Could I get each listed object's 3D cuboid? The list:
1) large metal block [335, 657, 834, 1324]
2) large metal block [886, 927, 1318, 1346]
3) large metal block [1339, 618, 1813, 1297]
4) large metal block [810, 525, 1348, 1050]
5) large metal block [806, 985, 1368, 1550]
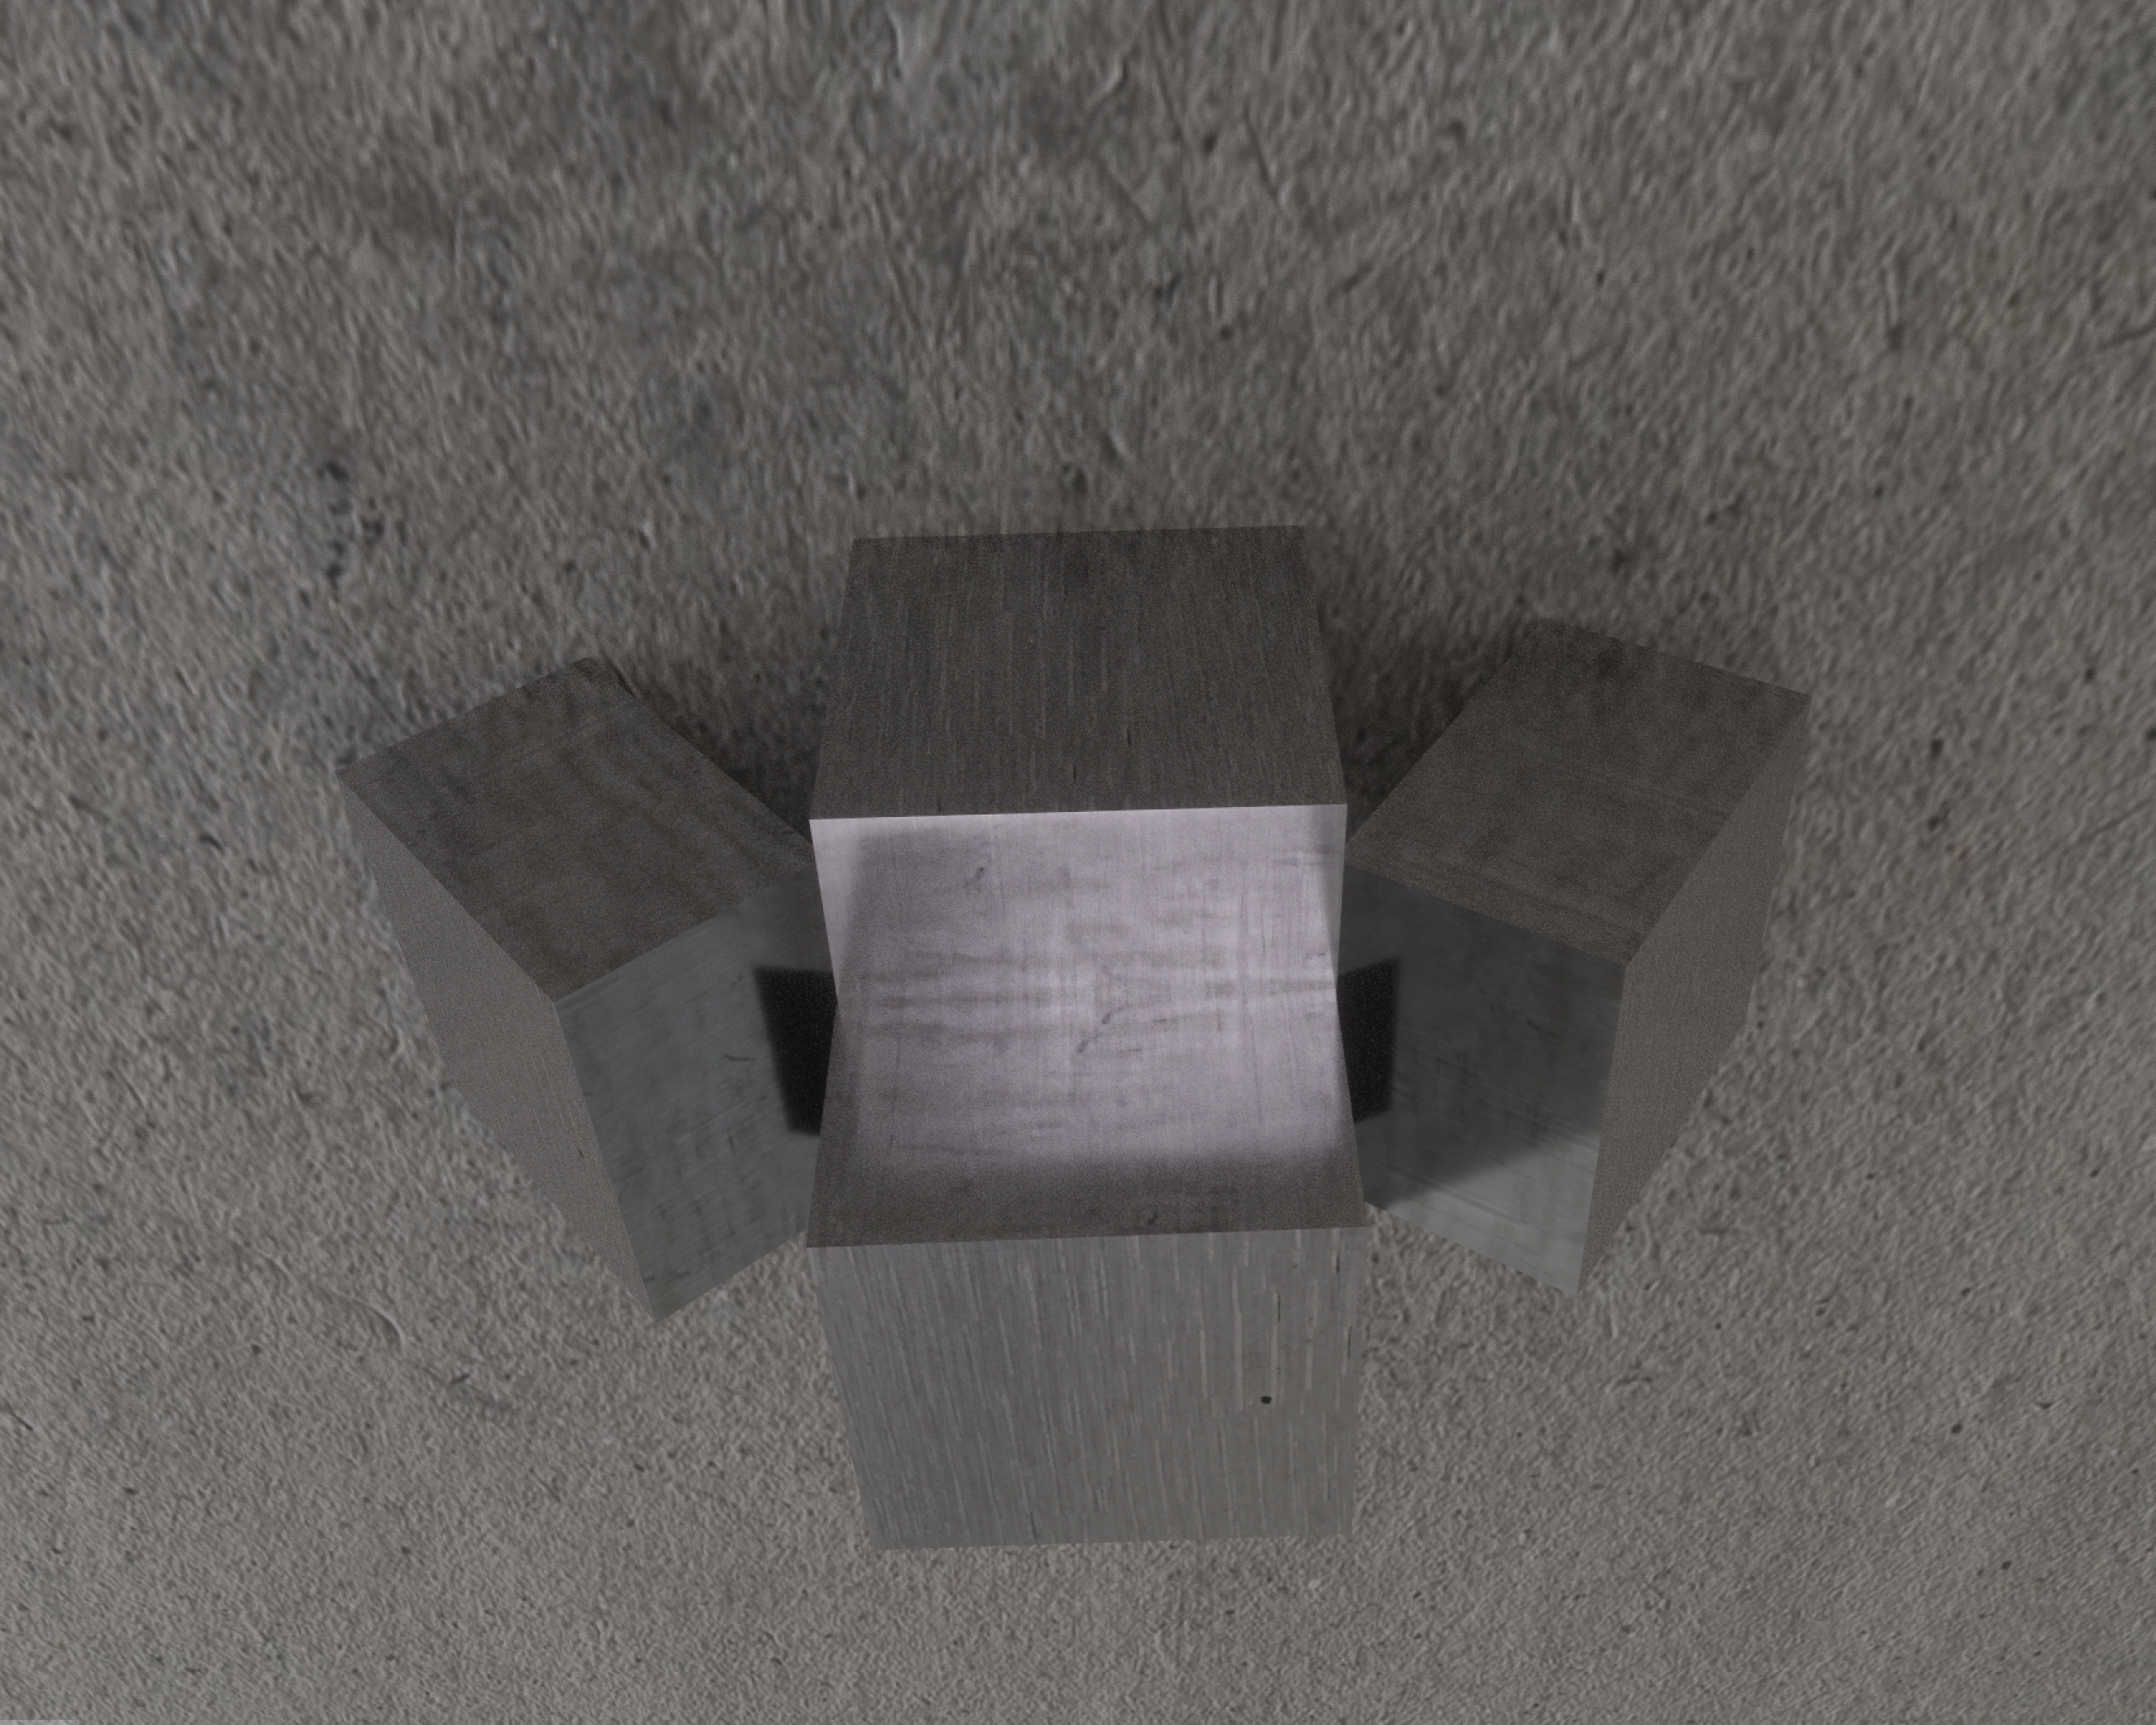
[{"bbox_3d":[-0.083,0.022,0.380,0.050,0.080,0.080,-30,136,-27],"label":"large metal block"},{"bbox_3d":[0.005,0.055,0.418,0.080,0.080,0.050,-3,130,2],"label":"large metal block"},{"bbox_3d":[0.087,0.015,0.375,0.050,0.080,0.080,22,137,27],"label":"large metal block"},{"bbox_3d":[0.001,-0.014,0.359,0.080,0.080,0.050,-2,130,1],"label":"large metal block"},{"bbox_3d":[0.003,0.068,0.343,0.080,0.050,0.079,-2,130,2],"label":"large metal block"}]
